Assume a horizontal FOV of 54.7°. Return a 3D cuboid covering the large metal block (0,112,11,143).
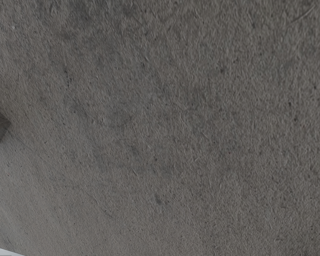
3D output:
[{"bbox_3d":[-0.331,-0.006,0.562,0.080,0.050,0.080,46,129,-4],"label":"large metal block"}]
